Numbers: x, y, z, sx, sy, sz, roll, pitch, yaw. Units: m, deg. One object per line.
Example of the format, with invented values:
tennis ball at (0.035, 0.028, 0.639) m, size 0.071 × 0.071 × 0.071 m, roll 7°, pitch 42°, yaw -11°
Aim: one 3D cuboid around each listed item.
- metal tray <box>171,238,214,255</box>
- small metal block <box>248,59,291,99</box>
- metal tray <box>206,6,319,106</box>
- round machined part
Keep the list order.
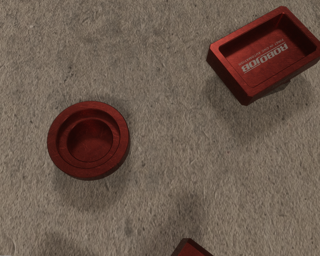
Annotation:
metal tray at (0.001, 0.174, 0.309) m, size 0.030 × 0.090 × 0.130 m, roll 35°, pitch 74°, yaw 11°
small metal block at (0.145, -0.072, 0.436) m, size 0.050 × 0.025 × 0.050 m, roll -20°, pitch 72°, yaw -8°
metal tray at (0.141, -0.099, 0.416) m, size 0.131 × 0.030 × 0.090 m, roll -31°, pitch 73°, yaw -11°
round machined part at (-0.086, 0.018, 0.391) m, size 0.099 × 0.042 × 0.098 m, roll 0°, pitch 70°, yaw -1°
